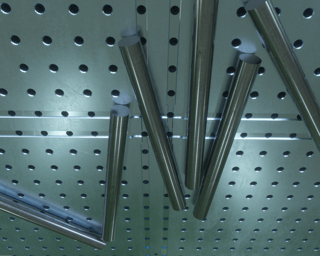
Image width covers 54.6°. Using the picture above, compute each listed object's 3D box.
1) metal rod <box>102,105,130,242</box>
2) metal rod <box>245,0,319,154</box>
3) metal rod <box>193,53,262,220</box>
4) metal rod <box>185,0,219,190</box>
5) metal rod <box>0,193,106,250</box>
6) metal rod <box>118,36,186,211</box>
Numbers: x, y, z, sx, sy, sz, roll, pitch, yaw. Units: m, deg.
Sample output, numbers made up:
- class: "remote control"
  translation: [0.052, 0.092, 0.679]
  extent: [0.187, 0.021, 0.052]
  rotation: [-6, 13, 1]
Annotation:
- class: "metal rod"
  translation: [-0.073, 0.090, 0.487]
  extent: [0.025, 0.025, 0.298]
  rotation: [7, 130, -6]
- class: "metal rod"
  translation: [0.181, -0.031, 0.386]
  extent: [0.025, 0.025, 0.300]
  rotation: [-28, 125, 22]
- class: "metal rod"
  translation: [0.085, 0.036, 0.442]
  extent: [0.025, 0.025, 0.298]
  rotation: [5, 130, -4]
- class: "metal rod"
  translation: [0.048, -0.026, 0.389]
  extent: [0.025, 0.025, 0.298]
  rotation: [-1, 130, 1]
- class: "metal rod"
  translation: [-0.224, 0.149, 0.535]
  extent: [0.301, 0.025, 0.025]
  rotation: [33, 123, -25]
- class: "metal rod"
  translation: [-0.001, 0.018, 0.426]
  extent: [0.025, 0.025, 0.299]
  rotation: [-10, 130, 8]
